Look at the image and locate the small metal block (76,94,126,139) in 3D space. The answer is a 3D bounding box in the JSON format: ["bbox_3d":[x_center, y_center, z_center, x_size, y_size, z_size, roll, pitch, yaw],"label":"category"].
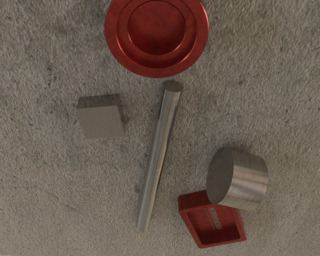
[{"bbox_3d":[-0.073,-0.014,0.395,0.050,0.025,0.050,-5,130,4],"label":"small metal block"}]

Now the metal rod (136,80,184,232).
[{"bbox_3d":[-0.008,0.063,0.460,0.025,0.025,0.298,7,130,-6],"label":"metal rod"}]

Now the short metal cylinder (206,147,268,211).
[{"bbox_3d":[0.105,0.071,0.433,0.050,0.080,0.079,15,129,-13],"label":"short metal cylinder"}]

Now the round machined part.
[{"bbox_3d":[-0.003,-0.102,0.309,0.099,0.042,0.097,0,130,0],"label":"round machined part"}]

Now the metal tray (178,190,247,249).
[{"bbox_3d":[0.093,0.159,0.540,0.090,0.030,0.130,-15,129,12],"label":"metal tray"}]
